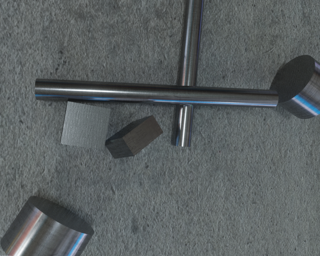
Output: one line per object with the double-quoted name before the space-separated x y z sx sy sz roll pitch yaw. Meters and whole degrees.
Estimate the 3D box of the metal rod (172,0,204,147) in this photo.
"metal rod" 0.043 -0.124 0.424 0.025 0.025 0.298 6 88 -20

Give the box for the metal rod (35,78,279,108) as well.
"metal rod" 0.006 -0.042 0.388 0.302 0.025 0.025 1 90 -12

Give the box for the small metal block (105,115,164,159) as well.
"small metal block" -0.033 0.011 0.377 0.050 0.050 0.025 -38 103 -33

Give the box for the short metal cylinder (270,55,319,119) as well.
"short metal cylinder" 0.211 -0.060 0.457 0.050 0.080 0.080 29 81 -18

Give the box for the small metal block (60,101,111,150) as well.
"small metal block" -0.091 -0.002 0.376 0.050 0.025 0.050 10 87 -20

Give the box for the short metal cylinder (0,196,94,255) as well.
"short metal cylinder" -0.120 0.116 0.336 0.080 0.080 0.050 34 79 -17
